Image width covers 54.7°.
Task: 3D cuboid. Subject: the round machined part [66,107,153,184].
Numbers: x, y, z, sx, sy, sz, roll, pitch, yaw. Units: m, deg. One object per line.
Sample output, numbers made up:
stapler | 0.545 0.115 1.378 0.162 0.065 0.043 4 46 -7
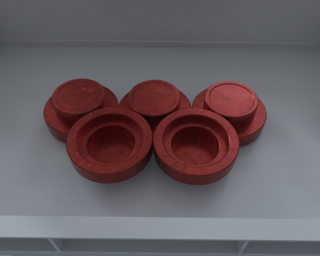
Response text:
round machined part | -0.057 0.024 0.371 0.099 0.042 0.098 0 50 0

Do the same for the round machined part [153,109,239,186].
round machined part | 0.041 0.026 0.370 0.099 0.042 0.098 0 50 0

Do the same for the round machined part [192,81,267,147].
round machined part | 0.092 -0.025 0.412 0.099 0.042 0.098 0 49 0

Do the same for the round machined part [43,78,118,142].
round machined part | -0.105 -0.029 0.414 0.099 0.042 0.098 1 49 -1

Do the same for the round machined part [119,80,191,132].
round machined part | -0.007 -0.027 0.414 0.099 0.042 0.098 0 49 0
